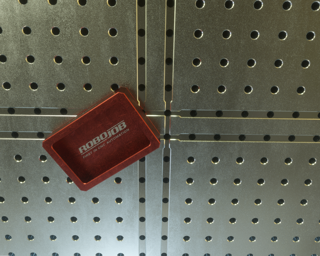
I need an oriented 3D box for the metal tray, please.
[{"bbox_3d":[-0.076,0.017,0.415,0.130,0.030,0.090,-32,108,10],"label":"metal tray"}]
